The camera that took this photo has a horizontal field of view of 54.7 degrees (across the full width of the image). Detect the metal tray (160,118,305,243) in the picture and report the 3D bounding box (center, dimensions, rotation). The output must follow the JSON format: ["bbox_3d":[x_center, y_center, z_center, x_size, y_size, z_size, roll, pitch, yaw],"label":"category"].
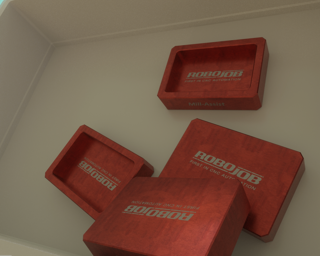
[{"bbox_3d":[0.073,0.050,0.333,0.130,0.030,0.090,21,73,35],"label":"metal tray"}]

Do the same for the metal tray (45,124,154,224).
[{"bbox_3d":[-0.083,0.058,0.408,0.130,0.030,0.090,25,75,36],"label":"metal tray"}]

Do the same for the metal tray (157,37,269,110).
[{"bbox_3d":[0.069,-0.069,0.407,0.130,0.030,0.090,2,63,28],"label":"metal tray"}]

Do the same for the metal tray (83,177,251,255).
[{"bbox_3d":[0.004,0.085,0.281,0.130,0.030,0.090,-6,29,38],"label":"metal tray"}]
